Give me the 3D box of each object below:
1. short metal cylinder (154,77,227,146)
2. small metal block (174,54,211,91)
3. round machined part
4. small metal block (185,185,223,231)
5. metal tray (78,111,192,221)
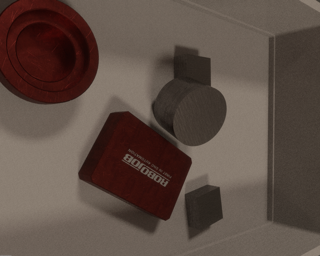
[{"bbox_3d":[0.040,-0.023,0.407,0.081,0.050,0.079,-13,118,-25],"label":"short metal cylinder"},{"bbox_3d":[0.048,-0.077,0.449,0.050,0.025,0.050,-2,91,-40],"label":"small metal block"},{"bbox_3d":[-0.113,-0.071,0.301,0.099,0.042,0.097,0,90,-40],"label":"round machined part"},{"bbox_3d":[0.067,0.118,0.465,0.050,0.025,0.050,-13,98,-40],"label":"small metal block"},{"bbox_3d":[-0.024,0.049,0.385,0.130,0.030,0.090,38,67,-34],"label":"metal tray"}]
